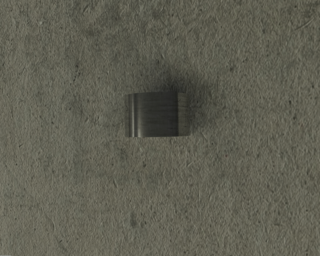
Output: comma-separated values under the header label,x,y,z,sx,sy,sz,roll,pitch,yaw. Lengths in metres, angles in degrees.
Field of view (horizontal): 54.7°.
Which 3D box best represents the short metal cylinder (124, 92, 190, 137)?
label,x,y,z,sx,sy,sz,roll,pitch,yaw
short metal cylinder,-0.003,-0.015,0.382,0.080,0.080,0.050,-1,90,19
